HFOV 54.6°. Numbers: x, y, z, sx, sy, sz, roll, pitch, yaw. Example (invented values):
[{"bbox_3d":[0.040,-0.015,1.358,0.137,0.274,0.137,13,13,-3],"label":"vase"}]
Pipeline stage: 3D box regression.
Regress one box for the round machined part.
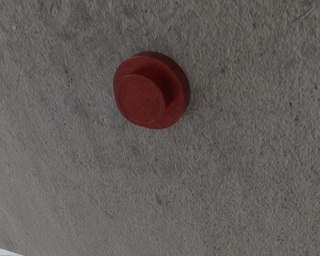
[{"bbox_3d":[-0.016,-0.040,0.380,0.098,0.042,0.097,13,124,21],"label":"round machined part"}]
